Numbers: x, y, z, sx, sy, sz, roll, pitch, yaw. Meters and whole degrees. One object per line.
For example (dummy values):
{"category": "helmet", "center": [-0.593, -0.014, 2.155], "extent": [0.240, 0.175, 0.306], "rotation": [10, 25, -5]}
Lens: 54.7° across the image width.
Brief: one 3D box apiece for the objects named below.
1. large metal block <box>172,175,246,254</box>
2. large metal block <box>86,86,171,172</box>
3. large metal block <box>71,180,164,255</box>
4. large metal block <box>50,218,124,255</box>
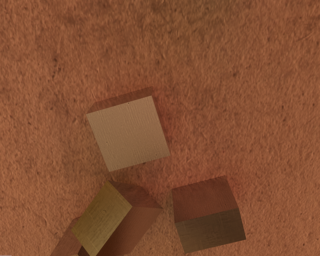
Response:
{"category": "large metal block", "center": [0.063, 0.115, 0.424], "extent": [0.080, 0.080, 0.050], "rotation": [-15, 110, 5]}
{"category": "large metal block", "center": [-0.037, 0.000, 0.396], "extent": [0.080, 0.050, 0.080], "rotation": [-16, 110, 5]}
{"category": "large metal block", "center": [-0.054, 0.120, 0.410], "extent": [0.050, 0.080, 0.080], "rotation": [38, 95, 31]}
{"category": "large metal block", "center": [-0.100, 0.182, 0.442], "extent": [0.050, 0.080, 0.080], "rotation": [-20, 110, 20]}
